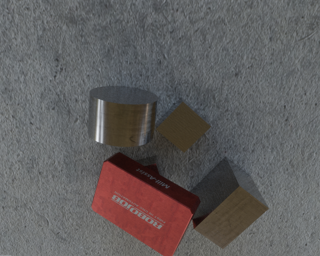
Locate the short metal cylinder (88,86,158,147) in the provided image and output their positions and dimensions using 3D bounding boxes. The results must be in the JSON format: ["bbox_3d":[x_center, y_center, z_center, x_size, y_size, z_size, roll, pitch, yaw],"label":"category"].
[{"bbox_3d":[-0.045,-0.016,0.374,0.081,0.080,0.050,6,110,-3],"label":"short metal cylinder"}]

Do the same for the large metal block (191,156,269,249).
[{"bbox_3d":[0.087,0.097,0.417,0.050,0.080,0.080,38,106,-13],"label":"large metal block"}]

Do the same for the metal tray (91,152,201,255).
[{"bbox_3d":[-0.023,0.101,0.411,0.130,0.030,0.089,28,118,15],"label":"metal tray"}]

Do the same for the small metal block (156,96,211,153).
[{"bbox_3d":[0.030,-0.004,0.408,0.050,0.025,0.050,40,105,-14],"label":"small metal block"}]

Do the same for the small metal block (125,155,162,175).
[{"bbox_3d":[-0.023,0.072,0.436,0.050,0.025,0.050,-14,110,5],"label":"small metal block"}]
